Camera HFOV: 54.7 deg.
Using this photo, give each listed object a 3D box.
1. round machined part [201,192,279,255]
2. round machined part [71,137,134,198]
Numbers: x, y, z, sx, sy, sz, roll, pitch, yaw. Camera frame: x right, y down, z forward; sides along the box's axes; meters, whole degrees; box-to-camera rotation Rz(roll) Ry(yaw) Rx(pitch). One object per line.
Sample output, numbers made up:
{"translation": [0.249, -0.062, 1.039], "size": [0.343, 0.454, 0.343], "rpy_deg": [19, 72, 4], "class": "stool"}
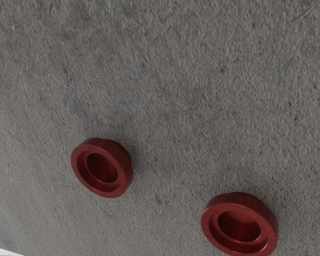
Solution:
{"translation": [0.108, 0.125, 0.416], "size": [0.098, 0.042, 0.097], "rpy_deg": [13, 124, 21], "class": "round machined part"}
{"translation": [-0.083, 0.056, 0.475], "size": [0.098, 0.042, 0.097], "rpy_deg": [13, 124, 21], "class": "round machined part"}
